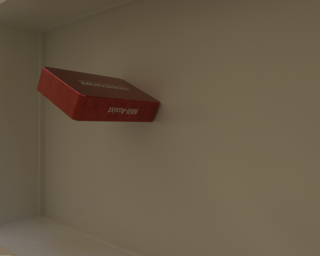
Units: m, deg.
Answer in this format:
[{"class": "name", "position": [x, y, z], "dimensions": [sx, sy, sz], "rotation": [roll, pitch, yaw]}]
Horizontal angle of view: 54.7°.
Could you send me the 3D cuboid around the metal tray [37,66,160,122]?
[{"class": "metal tray", "position": [-0.075, -0.041, 0.398], "dimensions": [0.090, 0.131, 0.030], "rotation": [34, 111, 34]}]
